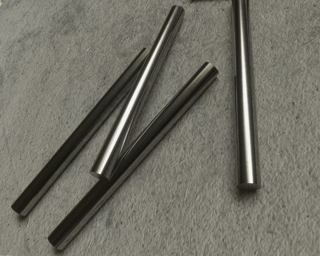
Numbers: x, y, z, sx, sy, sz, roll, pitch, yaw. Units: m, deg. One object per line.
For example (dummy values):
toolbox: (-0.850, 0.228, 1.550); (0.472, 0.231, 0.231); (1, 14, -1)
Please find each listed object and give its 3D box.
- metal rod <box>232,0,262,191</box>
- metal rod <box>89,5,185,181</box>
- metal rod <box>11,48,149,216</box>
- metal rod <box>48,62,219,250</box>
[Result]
metal rod: (0.105, -0.070, 0.391); (0.025, 0.025, 0.299); (-8, 58, 24)
metal rod: (-0.022, -0.066, 0.438); (0.025, 0.025, 0.300); (5, 59, 30)
metal rod: (-0.108, 0.000, 0.460); (0.025, 0.025, 0.300); (31, 79, 38)
metal rod: (-0.030, 0.031, 0.400); (0.300, 0.025, 0.025); (-48, 51, -6)
